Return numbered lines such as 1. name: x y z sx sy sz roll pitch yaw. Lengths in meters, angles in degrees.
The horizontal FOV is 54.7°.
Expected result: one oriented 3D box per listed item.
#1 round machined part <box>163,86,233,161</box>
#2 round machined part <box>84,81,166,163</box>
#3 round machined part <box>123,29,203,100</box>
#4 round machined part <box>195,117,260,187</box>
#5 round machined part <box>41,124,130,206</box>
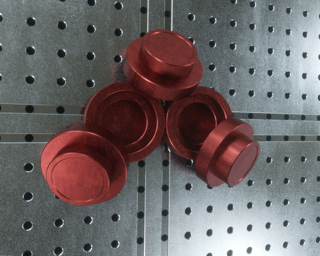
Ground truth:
1. round machined part: 0.046 -0.006 0.422 0.099 0.042 0.097 0 90 -21
2. round machined part: -0.046 -0.007 0.386 0.099 0.042 0.097 0 90 -21
3. round machined part: 0.007 -0.083 0.380 0.099 0.042 0.098 11 49 -12
4. round machined part: 0.095 0.038 0.412 0.099 0.042 0.097 -29 136 -32
5. round machined part: -0.086 0.048 0.348 0.099 0.042 0.097 2 115 4
